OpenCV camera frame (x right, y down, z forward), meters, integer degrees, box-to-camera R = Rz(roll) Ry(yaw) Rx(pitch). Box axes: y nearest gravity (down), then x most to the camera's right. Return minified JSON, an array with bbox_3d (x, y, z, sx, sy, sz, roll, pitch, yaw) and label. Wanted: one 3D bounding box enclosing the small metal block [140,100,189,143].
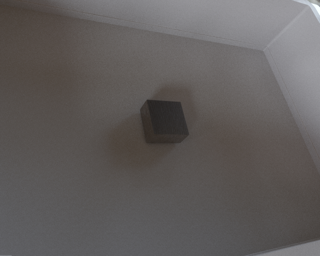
[{"bbox_3d":[0.005,-0.008,0.408,0.050,0.025,0.050,1,61,-27],"label":"small metal block"}]
